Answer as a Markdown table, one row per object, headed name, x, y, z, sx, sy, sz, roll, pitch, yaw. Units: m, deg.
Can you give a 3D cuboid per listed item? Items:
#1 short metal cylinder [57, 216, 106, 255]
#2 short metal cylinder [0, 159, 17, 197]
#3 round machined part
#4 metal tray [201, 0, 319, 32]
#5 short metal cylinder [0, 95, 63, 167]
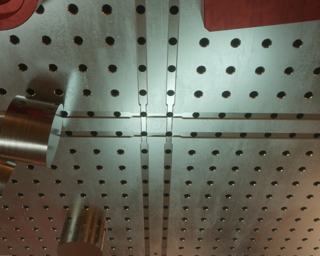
| name | x | y | z | sx | sy | sz | roll | pitch | yaw |
| --- | --- | --- | --- | --- | --- | --- | --- | --- | --- |
| short metal cylinder | -0.142 | 0.206 | 0.570 | 0.081 | 0.050 | 0.079 | 0 | 130 | 0 |
| short metal cylinder | -0.224 | 0.050 | 0.416 | 0.050 | 0.080 | 0.080 | 26 | 125 | -21 |
| round machined part | -0.153 | -0.142 | 0.278 | 0.099 | 0.042 | 0.097 | 0 | 130 | 0 |
| metal tray | 0.104 | -0.144 | 0.287 | 0.131 | 0.030 | 0.089 | -5 | 130 | 4 |
| short metal cylinder | -0.153 | 0.004 | 0.378 | 0.050 | 0.080 | 0.079 | 11 | 129 | -10 |
